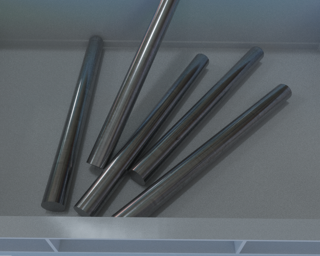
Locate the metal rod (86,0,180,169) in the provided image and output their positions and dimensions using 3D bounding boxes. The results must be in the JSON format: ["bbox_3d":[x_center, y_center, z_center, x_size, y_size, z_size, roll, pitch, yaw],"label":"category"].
[{"bbox_3d":[-0.021,-0.089,0.404,0.025,0.025,0.299,19,76,14],"label":"metal rod"}]

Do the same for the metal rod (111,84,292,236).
[{"bbox_3d":[0.069,0.024,0.385,0.302,0.025,0.025,-35,58,-26],"label":"metal rod"}]

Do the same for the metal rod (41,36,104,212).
[{"bbox_3d":[-0.111,-0.030,0.428,0.025,0.025,0.300,1,50,1],"label":"metal rod"}]

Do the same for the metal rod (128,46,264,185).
[{"bbox_3d":[0.066,-0.033,0.433,0.025,0.025,0.301,31,56,23],"label":"metal rod"}]

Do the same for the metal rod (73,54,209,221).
[{"bbox_3d":[-0.007,-0.009,0.412,0.025,0.025,0.301,24,54,18],"label":"metal rod"}]
